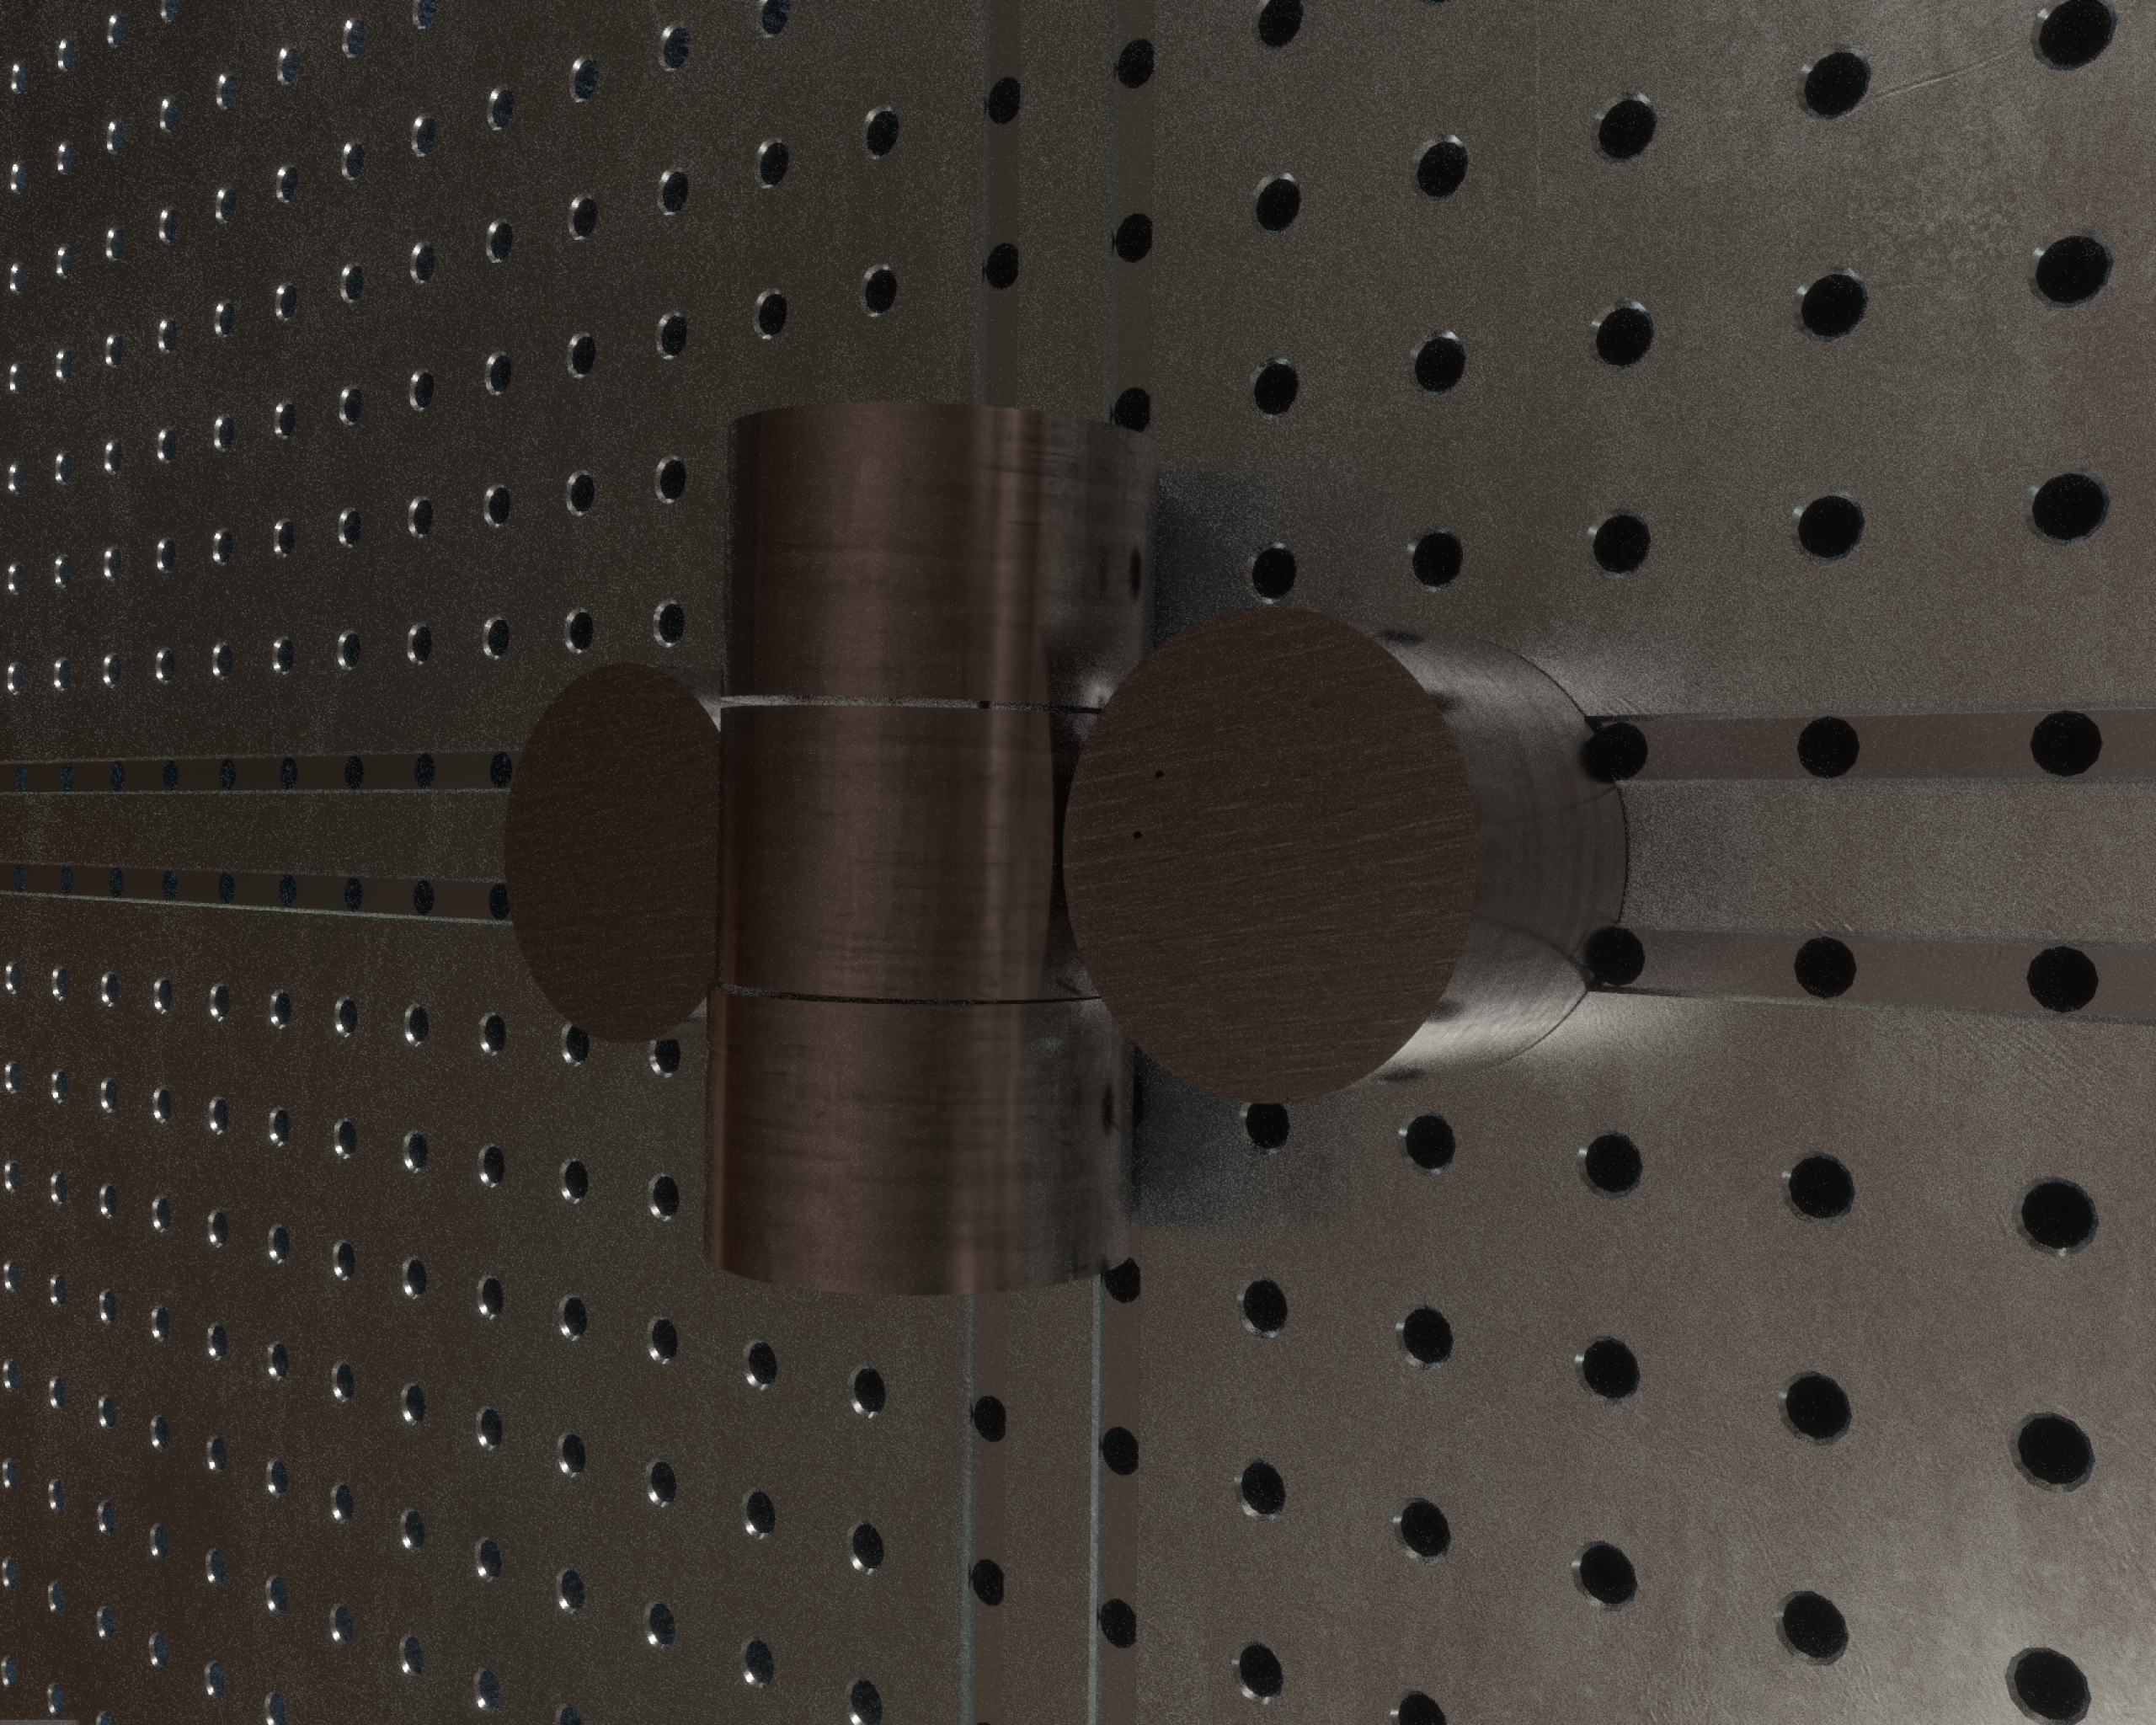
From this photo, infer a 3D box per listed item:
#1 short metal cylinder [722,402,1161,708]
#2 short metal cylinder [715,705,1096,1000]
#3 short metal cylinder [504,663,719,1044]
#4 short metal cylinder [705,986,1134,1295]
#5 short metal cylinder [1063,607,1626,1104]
[{"bbox_3d":[-0.026,-0.054,0.392,0.080,0.081,0.050,4,92,39],"label":"short metal cylinder"},{"bbox_3d":[-0.027,-0.003,0.393,0.080,0.081,0.050,3,92,39],"label":"short metal cylinder"},{"bbox_3d":[-0.080,-0.002,0.456,0.080,0.050,0.079,0,90,39],"label":"short metal cylinder"},{"bbox_3d":[-0.030,0.048,0.395,0.080,0.081,0.050,2,91,39],"label":"short metal cylinder"},{"bbox_3d":[0.044,-0.001,0.354,0.080,0.050,0.079,0,90,39],"label":"short metal cylinder"}]
